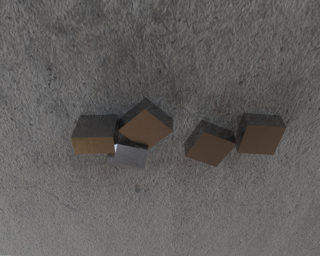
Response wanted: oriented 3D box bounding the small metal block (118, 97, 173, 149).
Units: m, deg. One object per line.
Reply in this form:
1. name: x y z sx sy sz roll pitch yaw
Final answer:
1. small metal block: -0.018 -0.004 0.403 0.050 0.025 0.050 -36 122 26

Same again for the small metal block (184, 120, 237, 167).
1. small metal block: 0.068 0.022 0.427 0.050 0.025 0.050 20 127 -16

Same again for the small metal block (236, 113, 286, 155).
1. small metal block: 0.133 0.009 0.416 0.050 0.025 0.050 4 130 -4

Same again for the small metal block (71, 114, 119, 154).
1. small metal block: -0.080 0.007 0.395 0.050 0.050 0.025 -1 125 1

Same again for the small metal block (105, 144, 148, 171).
1. small metal block: -0.047 0.040 0.425 0.050 0.025 0.050 13 167 -11
